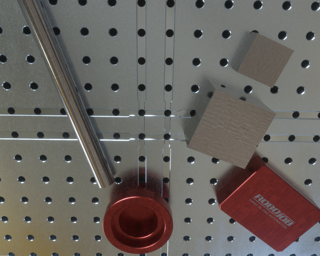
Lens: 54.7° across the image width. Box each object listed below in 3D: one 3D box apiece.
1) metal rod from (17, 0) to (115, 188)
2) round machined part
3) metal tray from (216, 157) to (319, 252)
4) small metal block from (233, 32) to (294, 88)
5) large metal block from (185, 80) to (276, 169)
[{"bbox_3d":[-0.120,-0.055,0.391,0.025,0.025,0.298,-16,110,5],"label":"metal rod"},{"bbox_3d":[-0.031,0.131,0.452,0.099,0.042,0.097,0,110,-1],"label":"round machined part"},{"bbox_3d":[0.160,0.114,0.455,0.130,0.030,0.090,38,105,-13],"label":"metal tray"},{"bbox_3d":[0.127,-0.084,0.384,0.050,0.025,0.050,22,108,-9],"label":"small metal block"},{"bbox_3d":[0.086,-0.005,0.400,0.080,0.050,0.079,21,109,-8],"label":"large metal block"}]
